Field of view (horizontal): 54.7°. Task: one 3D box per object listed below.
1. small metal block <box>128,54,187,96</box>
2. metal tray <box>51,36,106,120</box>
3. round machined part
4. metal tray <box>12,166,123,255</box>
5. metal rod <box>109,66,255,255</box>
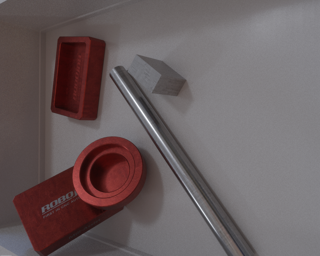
[{"bbox_3d":[-0.004,-0.066,0.392,0.050,0.050,0.025,44,116,31],"label":"small metal block"},{"bbox_3d":[-0.138,-0.083,0.514,0.090,0.030,0.129,14,99,38],"label":"metal tray"},{"bbox_3d":[-0.066,0.064,0.427,0.098,0.042,0.098,-5,63,10],"label":"round machined part"},{"bbox_3d":[-0.129,0.108,0.447,0.090,0.131,0.030,50,155,28],"label":"metal tray"},{"bbox_3d":[0.014,0.030,0.393,0.025,0.025,0.299,-49,61,28],"label":"metal rod"}]
